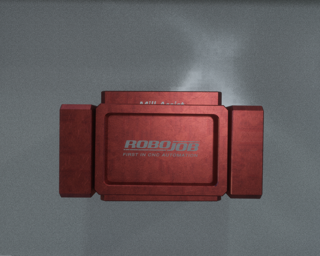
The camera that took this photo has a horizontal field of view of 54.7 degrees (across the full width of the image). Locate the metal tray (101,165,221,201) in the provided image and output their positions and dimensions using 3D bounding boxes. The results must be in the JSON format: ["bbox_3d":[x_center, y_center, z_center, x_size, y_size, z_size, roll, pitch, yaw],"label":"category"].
[{"bbox_3d":[0.001,0.064,0.376,0.131,0.090,0.030,0,90,0],"label":"metal tray"}]

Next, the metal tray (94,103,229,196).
[{"bbox_3d":[0.001,0.021,0.317,0.131,0.030,0.089,1,90,0],"label":"metal tray"}]

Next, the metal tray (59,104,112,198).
[{"bbox_3d":[-0.080,0.021,0.357,0.030,0.130,0.089,1,91,0],"label":"metal tray"}]

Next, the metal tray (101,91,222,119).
[{"bbox_3d":[0.002,-0.025,0.376,0.131,0.090,0.030,0,91,0],"label":"metal tray"}]

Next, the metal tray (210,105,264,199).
[{"bbox_3d":[0.083,0.022,0.357,0.030,0.130,0.089,1,91,0],"label":"metal tray"}]
